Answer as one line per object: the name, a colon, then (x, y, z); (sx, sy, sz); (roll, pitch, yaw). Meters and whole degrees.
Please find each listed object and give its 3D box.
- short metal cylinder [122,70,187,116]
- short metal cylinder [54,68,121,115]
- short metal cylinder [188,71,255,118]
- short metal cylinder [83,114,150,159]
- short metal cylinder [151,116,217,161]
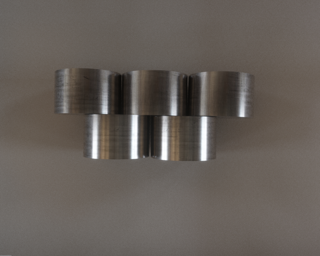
short metal cylinder: (-0.007, -0.039, 0.382); (0.081, 0.080, 0.050); (1, 90, 0)
short metal cylinder: (-0.088, -0.041, 0.381); (0.081, 0.080, 0.050); (1, 90, 0)
short metal cylinder: (0.074, -0.038, 0.383); (0.081, 0.080, 0.050); (2, 90, 0)
short metal cylinder: (-0.053, 0.009, 0.382); (0.081, 0.080, 0.050); (1, 90, 0)
short metal cylinder: (0.029, 0.011, 0.382); (0.081, 0.080, 0.050); (1, 90, 0)
